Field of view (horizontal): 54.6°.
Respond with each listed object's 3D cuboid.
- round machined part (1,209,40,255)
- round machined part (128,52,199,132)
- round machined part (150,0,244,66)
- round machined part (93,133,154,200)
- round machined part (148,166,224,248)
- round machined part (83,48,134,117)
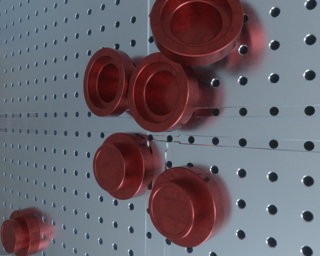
[{"bbox_3d":[-0.295,0.221,0.645,0.098,0.042,0.097,0,90,40],"label":"round machined part"},{"bbox_3d":[0.008,-0.044,0.393,0.098,0.042,0.097,0,90,40],"label":"round machined part"},{"bbox_3d":[0.040,-0.111,0.345,0.098,0.042,0.098,-2,71,6],"label":"round machined part"},{"bbox_3d":[-0.060,0.055,0.449,0.098,0.042,0.097,0,90,40],"label":"round machined part"},{"bbox_3d":[0.024,0.096,0.379,0.098,0.042,0.097,0,90,40],"label":"round machined part"},{"bbox_3d":[-0.067,-0.064,0.452,0.098,0.042,0.097,-1,88,44],"label":"round machined part"}]
